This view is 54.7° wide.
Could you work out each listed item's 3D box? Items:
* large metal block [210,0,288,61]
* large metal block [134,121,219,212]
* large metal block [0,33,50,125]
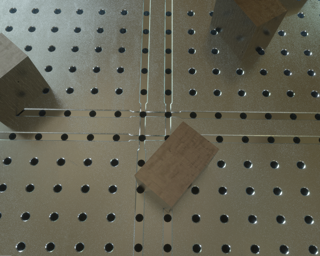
[{"bbox_3d":[0.122,-0.158,0.442,0.050,0.080,0.080,-30,73,-11],"label":"large metal block"},{"bbox_3d":[0.018,0.049,0.365,0.050,0.080,0.080,39,74,12],"label":"large metal block"},{"bbox_3d":[-0.204,-0.061,0.402,0.050,0.080,0.080,41,75,13],"label":"large metal block"}]
